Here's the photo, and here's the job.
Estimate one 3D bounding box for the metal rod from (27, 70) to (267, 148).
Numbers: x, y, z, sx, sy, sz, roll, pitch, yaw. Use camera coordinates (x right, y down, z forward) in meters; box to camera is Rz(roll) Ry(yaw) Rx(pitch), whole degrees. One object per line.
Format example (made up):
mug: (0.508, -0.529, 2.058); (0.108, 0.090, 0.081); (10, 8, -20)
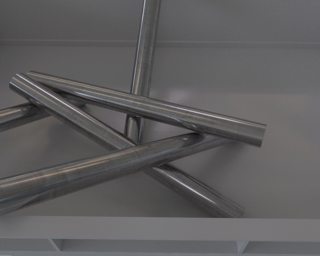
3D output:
metal rod: (-0.033, -0.028, 0.362); (0.301, 0.025, 0.025); (15, 51, 19)

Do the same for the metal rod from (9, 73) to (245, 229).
metal rod: (-0.045, 0.020, 0.350); (0.301, 0.025, 0.025); (31, 56, 9)

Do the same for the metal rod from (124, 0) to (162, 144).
metal rod: (-0.019, -0.101, 0.407); (0.025, 0.025, 0.299); (6, 76, 4)

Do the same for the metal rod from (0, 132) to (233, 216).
metal rod: (-0.003, 0.025, 0.308); (0.302, 0.025, 0.025); (-12, 47, -41)

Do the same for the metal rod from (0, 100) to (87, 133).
metal rod: (-0.197, 0.001, 0.330); (0.025, 0.025, 0.302); (31, 34, 23)
